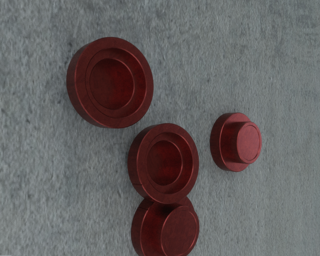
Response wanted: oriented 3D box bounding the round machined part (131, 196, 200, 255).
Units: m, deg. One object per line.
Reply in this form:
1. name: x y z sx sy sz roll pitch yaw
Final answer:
1. round machined part: 0.014 0.133 0.408 0.099 0.042 0.097 0 90 -40

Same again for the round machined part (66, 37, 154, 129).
1. round machined part: -0.058 -0.048 0.346 0.099 0.042 0.097 0 90 -40

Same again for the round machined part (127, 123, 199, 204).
1. round machined part: 0.000 0.044 0.392 0.099 0.042 0.097 5 81 -38

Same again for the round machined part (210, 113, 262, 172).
1. round machined part: 0.130 0.023 0.505 0.099 0.042 0.097 0 90 -40
